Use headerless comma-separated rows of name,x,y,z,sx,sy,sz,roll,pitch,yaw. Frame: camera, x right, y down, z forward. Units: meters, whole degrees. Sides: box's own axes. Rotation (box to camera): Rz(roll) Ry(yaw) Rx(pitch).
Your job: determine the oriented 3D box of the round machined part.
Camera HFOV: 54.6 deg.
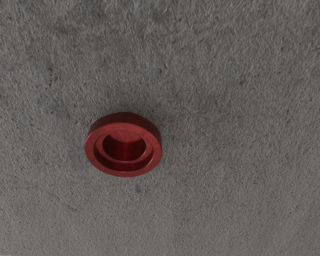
round machined part,-0.046,0.018,0.410,0.099,0.042,0.097,0,130,0
